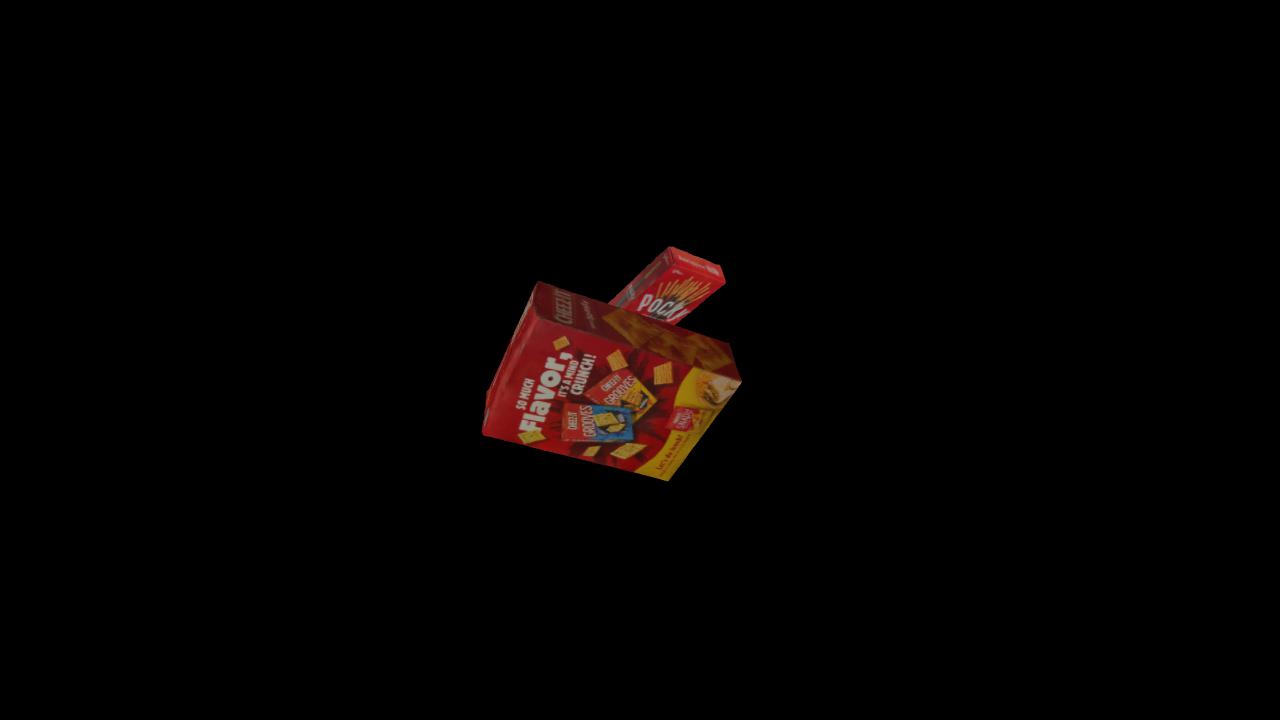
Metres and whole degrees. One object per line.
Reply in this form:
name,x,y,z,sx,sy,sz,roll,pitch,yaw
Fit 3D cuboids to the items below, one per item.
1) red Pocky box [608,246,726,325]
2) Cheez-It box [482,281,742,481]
red Pocky box,0.014,-0.062,0.693,0.083,0.028,0.155,13,-40,-40
Cheez-It box,-0.032,0.031,0.641,0.223,0.166,0.071,17,35,-21
